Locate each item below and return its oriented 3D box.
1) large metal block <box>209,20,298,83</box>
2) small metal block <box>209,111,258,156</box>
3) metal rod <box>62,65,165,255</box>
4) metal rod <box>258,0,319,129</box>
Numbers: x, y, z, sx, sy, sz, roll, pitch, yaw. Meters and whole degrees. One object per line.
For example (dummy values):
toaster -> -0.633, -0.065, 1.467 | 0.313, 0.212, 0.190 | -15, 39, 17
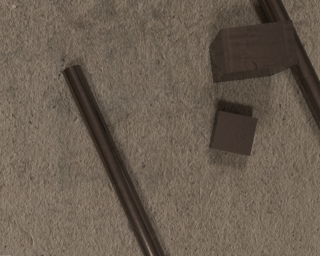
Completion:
large metal block -> 0.110, -0.091, 0.384 | 0.081, 0.080, 0.050 | -7, 90, 0
small metal block -> 0.097, 0.007, 0.411 | 0.050, 0.025, 0.050 | 11, 90, -1
metal rod -> -0.056, 0.059, 0.409 | 0.025, 0.025, 0.299 | -24, 90, 0
metal rod -> 0.168, -0.123, 0.412 | 0.025, 0.025, 0.299 | -26, 90, 0
